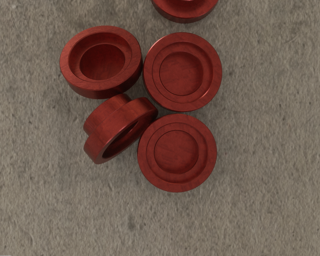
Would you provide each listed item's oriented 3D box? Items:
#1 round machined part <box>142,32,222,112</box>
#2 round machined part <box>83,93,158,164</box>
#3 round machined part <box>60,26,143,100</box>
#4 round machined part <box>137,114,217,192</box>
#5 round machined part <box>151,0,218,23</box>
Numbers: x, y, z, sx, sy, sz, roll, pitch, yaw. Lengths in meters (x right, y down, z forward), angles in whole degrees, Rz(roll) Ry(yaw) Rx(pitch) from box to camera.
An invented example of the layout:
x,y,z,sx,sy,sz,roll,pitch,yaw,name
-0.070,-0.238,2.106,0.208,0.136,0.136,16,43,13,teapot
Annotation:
x,y,z,sx,sy,sz,roll,pitch,yaw,name
0.026,-0.069,0.398,0.099,0.042,0.097,0,92,-7,round machined part
-0.052,-0.004,0.374,0.098,0.098,0.042,-42,80,0,round machined part
-0.070,-0.077,0.388,0.099,0.042,0.098,-1,64,3,round machined part
0.020,0.030,0.399,0.099,0.042,0.097,0,93,-4,round machined part
0.033,-0.191,0.402,0.099,0.042,0.097,0,90,-1,round machined part
